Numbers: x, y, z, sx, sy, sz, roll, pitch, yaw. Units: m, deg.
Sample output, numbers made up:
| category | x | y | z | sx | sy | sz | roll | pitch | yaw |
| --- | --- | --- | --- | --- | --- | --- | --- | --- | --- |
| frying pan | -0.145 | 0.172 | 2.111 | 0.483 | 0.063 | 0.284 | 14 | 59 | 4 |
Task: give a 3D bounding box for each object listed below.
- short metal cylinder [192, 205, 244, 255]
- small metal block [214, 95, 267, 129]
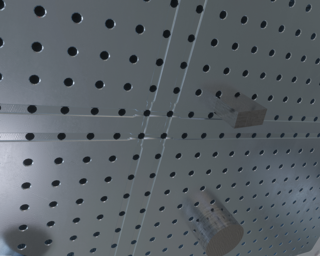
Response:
| category | x | y | z | sx | sy | sz | roll | pitch | yaw |
| --- | --- | --- | --- | --- | --- | --- | --- | --- | --- |
| short metal cylinder | 0.106 | 0.191 | 0.571 | 0.081 | 0.050 | 0.079 | -14 | 124 | -21 |
| small metal block | 0.114 | -0.025 | 0.442 | 0.050 | 0.050 | 0.025 | -7 | 122 | -25 |
